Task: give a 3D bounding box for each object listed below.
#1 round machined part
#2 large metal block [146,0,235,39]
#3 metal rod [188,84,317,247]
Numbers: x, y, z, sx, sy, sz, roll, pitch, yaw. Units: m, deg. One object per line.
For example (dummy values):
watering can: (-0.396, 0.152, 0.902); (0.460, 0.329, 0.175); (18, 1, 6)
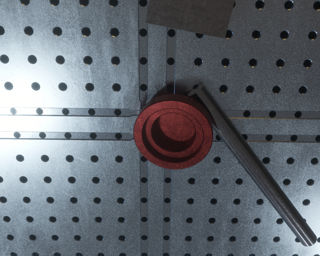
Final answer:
round machined part: (0.019, 0.001, 0.399); (0.098, 0.042, 0.097); (4, 117, 8)
large metal block: (0.030, -0.133, 0.335); (0.081, 0.080, 0.050); (10, 110, -4)
metal rod: (0.138, 0.062, 0.437); (0.025, 0.025, 0.300); (-36, 107, 12)
